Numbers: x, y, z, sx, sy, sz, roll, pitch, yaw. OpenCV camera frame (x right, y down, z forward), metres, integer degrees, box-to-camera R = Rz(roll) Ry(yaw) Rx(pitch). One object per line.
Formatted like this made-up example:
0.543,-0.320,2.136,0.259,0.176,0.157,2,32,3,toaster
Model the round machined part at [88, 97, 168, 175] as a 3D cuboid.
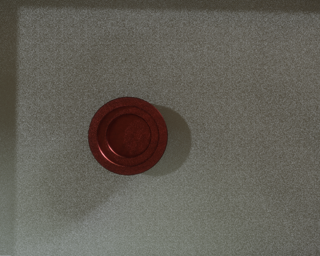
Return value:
-0.040,0.010,0.402,0.099,0.042,0.097,0,90,-1,round machined part
